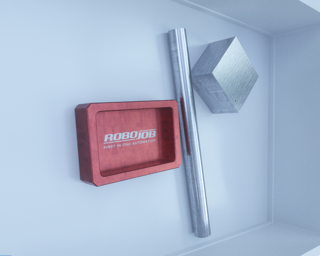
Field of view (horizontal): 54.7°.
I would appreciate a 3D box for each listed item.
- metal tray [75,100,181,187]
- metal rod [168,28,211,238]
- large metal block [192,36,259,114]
[{"bbox_3d":[-0.033,0.013,0.377,0.131,0.030,0.089,-7,94,-40],"label":"metal tray"},{"bbox_3d":[0.044,0.012,0.445,0.025,0.025,0.298,-13,99,-40],"label":"metal rod"},{"bbox_3d":[0.098,-0.079,0.475,0.080,0.050,0.080,49,61,-29],"label":"large metal block"}]
